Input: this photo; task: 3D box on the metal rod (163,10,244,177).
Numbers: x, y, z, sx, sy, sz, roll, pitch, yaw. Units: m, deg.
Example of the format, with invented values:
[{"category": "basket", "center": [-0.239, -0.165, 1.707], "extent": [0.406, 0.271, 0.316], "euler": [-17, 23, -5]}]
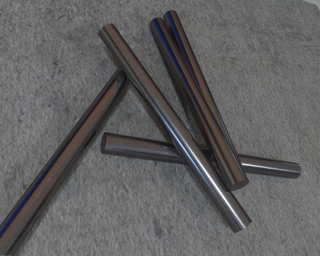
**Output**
[{"category": "metal rod", "center": [0.055, -0.068, 0.458], "extent": [0.025, 0.025, 0.299], "euler": [1, 56, -28]}]

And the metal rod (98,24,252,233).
[{"category": "metal rod", "center": [0.012, -0.008, 0.383], "extent": [0.025, 0.025, 0.299], "euler": [-26, 76, -37]}]

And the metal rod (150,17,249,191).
[{"category": "metal rod", "center": [0.042, -0.053, 0.428], "extent": [0.025, 0.025, 0.299], "euler": [-1, 53, -29]}]

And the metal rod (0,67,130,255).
[{"category": "metal rod", "center": [-0.094, 0.018, 0.342], "extent": [0.025, 0.025, 0.301], "euler": [33, 51, -8]}]

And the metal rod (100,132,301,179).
[{"category": "metal rod", "center": [0.071, 0.041, 0.418], "extent": [0.302, 0.025, 0.025], "euler": [10, 58, -23]}]
